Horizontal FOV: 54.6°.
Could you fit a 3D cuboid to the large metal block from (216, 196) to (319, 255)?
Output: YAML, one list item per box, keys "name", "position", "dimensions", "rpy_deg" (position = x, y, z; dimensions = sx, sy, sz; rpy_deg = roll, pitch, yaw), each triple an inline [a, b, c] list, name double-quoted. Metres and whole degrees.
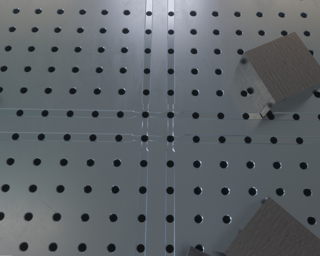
- name: "large metal block"
  position: [0.123, 0.137, 0.349]
  dimensions: [0.080, 0.050, 0.080]
  rpy_deg: [41, 75, 13]

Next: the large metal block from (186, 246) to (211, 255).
- name: "large metal block"
  position: [0.048, 0.181, 0.311]
  dimensions: [0.080, 0.050, 0.079]
  rpy_deg: [24, 116, 8]

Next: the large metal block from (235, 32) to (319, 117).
- name: "large metal block"
  position: [0.164, -0.073, 0.426]
  dimensions: [0.080, 0.050, 0.080]
  rpy_deg: [-23, 72, -8]
